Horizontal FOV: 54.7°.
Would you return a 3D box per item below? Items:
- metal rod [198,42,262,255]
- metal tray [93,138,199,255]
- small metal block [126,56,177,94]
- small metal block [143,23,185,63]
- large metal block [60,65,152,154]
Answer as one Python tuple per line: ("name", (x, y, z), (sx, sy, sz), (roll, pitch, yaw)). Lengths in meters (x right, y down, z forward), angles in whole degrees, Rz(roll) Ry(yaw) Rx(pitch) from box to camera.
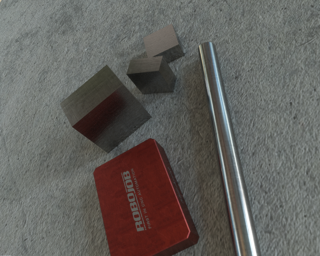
("metal rod", (0.074, 0.014, 0.355), (0.025, 0.025, 0.299), (-16, 55, 19))
("metal tray", (-0.021, 0.086, 0.358), (0.090, 0.030, 0.130), (-29, 52, 9))
("small metal block", (-0.011, -0.073, 0.437), (0.050, 0.050, 0.025), (-1, 62, 27))
("small metal block", (0.005, -0.126, 0.477), (0.050, 0.025, 0.050), (-23, 53, 14))
("large metal block", (-0.071, -0.023, 0.418), (0.080, 0.080, 0.050), (-40, 51, 1))
